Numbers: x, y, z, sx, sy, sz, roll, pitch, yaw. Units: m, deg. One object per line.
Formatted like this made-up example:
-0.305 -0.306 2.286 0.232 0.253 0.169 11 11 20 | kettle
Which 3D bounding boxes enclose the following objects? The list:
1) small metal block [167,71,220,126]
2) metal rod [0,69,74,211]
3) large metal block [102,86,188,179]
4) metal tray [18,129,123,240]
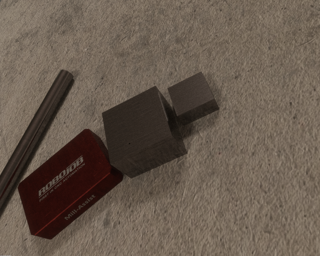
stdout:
0.043 -0.039 0.404 0.050 0.025 0.050 -25 53 12 | small metal block
-0.216 0.035 0.493 0.025 0.025 0.300 9 66 31 | metal rod
-0.021 0.006 0.394 0.080 0.050 0.080 -26 53 12 | large metal block
-0.124 0.073 0.419 0.130 0.030 0.090 -40 51 0 | metal tray
